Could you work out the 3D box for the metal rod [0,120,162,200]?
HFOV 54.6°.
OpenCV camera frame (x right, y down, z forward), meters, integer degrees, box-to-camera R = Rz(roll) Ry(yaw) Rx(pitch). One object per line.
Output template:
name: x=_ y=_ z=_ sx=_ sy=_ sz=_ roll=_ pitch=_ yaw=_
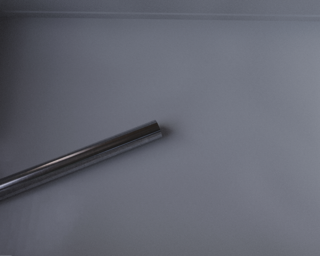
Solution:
metal rod: x=-0.141 y=0.054 z=0.389 sx=0.302 sy=0.025 sz=0.025 roll=-21 pitch=72 yaw=-8
